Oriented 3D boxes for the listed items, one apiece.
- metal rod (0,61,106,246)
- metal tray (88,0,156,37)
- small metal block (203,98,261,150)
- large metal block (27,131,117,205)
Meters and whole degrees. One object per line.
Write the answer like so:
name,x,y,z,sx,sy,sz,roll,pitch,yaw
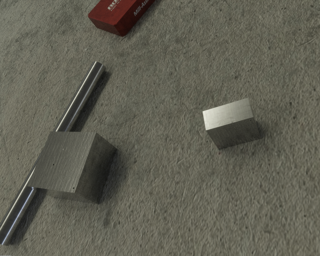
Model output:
metal rod,-0.159,0.026,0.469,0.025,0.025,0.300,11,67,32
metal tray,-0.062,-0.236,0.576,0.090,0.030,0.130,30,78,37
small metal block,0.081,-0.003,0.347,0.050,0.050,0.025,-17,55,18
large metal block,-0.115,0.052,0.415,0.080,0.050,0.080,1,62,28
